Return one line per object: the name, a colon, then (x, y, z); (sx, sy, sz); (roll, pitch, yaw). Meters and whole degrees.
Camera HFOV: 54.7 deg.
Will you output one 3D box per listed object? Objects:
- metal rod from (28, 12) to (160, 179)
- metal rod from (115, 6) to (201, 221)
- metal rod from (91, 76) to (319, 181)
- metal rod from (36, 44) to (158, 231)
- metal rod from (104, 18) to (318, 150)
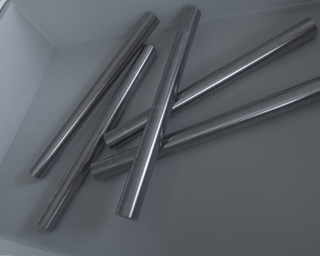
metal rod: (-0.098, -0.052, 0.474); (0.025, 0.025, 0.300); (32, 84, 38)
metal rod: (0.006, -0.035, 0.390); (0.025, 0.025, 0.300); (4, 63, 30)
metal rod: (0.050, 0.006, 0.375); (0.301, 0.025, 0.025); (-21, 54, 15)
metal rod: (-0.083, 0.002, 0.447); (0.025, 0.025, 0.300); (17, 70, 34)
metal rod: (0.059, -0.053, 0.407); (0.300, 0.025, 0.025); (-29, 52, 9)
